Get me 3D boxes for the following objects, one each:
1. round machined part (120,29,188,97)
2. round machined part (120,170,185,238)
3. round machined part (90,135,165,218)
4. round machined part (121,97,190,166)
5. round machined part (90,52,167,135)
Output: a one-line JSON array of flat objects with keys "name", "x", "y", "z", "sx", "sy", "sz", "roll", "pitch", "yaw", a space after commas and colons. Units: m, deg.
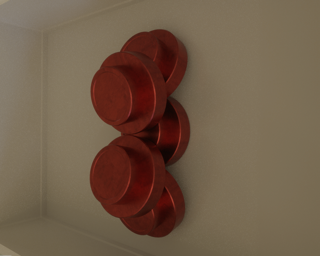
[{"name": "round machined part", "x": -0.017, "y": -0.082, "z": 0.394, "sx": 0.098, "sy": 0.042, "sz": 0.098, "roll": -15, "pitch": 65, "yaw": 35}, {"name": "round machined part", "x": -0.020, "y": 0.095, "z": 0.393, "sx": 0.098, "sy": 0.042, "sz": 0.097, "roll": 15, "pitch": 114, "yaw": 36}, {"name": "round machined part", "x": -0.045, "y": 0.055, "z": 0.364, "sx": 0.098, "sy": 0.042, "sz": 0.098, "roll": -11, "pitch": 72, "yaw": 37}, {"name": "round machined part", "x": -0.013, "y": 0.004, "z": 0.405, "sx": 0.098, "sy": 0.042, "sz": 0.097, "roll": -1, "pitch": 88, "yaw": 40}, {"name": "round machined part", "x": -0.044, "y": -0.039, "z": 0.363, "sx": 0.098, "sy": 0.042, "sz": 0.097, "roll": 12, "pitch": 110, "yaw": 37}]
